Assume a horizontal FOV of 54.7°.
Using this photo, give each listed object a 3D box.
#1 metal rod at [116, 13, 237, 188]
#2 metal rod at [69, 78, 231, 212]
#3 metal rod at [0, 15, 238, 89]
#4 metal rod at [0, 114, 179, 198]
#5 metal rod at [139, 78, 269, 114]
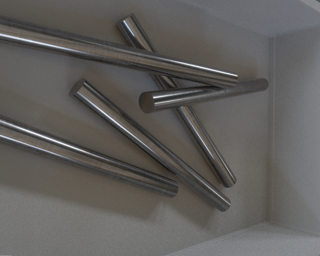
[{"bbox_3d":[0.035,-0.022,0.438,0.025,0.025,0.299,-51,120,-28],"label":"metal rod"},{"bbox_3d":[0.006,0.039,0.413,0.300,0.025,0.025,41,65,-33],"label":"metal rod"},{"bbox_3d":[-0.026,-0.079,0.359,0.302,0.025,0.025,5,87,-32],"label":"metal rod"},{"bbox_3d":[-0.091,0.029,0.331,0.301,0.025,0.025,27,73,-37],"label":"metal rod"},{"bbox_3d":[0.086,-0.054,0.457,0.302,0.025,0.025,-14,99,-46],"label":"metal rod"}]
